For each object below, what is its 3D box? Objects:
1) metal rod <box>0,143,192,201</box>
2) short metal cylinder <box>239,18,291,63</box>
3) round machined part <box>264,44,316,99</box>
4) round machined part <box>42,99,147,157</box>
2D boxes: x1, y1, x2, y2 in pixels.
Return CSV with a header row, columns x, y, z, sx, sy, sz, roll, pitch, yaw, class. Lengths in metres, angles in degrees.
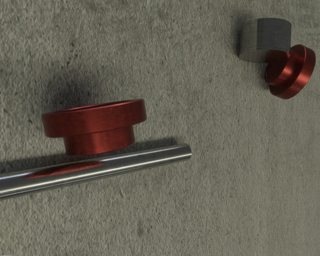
x,y,z,sx,sy,sz,roll,pitch,yaw,class
-0.080,0.046,0.337,0.302,0.025,0.025,-6,94,-40,metal rod
0.174,-0.143,0.514,0.081,0.080,0.050,6,87,-40,short metal cylinder
0.224,-0.104,0.552,0.042,0.098,0.098,21,75,-10,round machined part
-0.061,-0.001,0.306,0.099,0.098,0.042,-15,100,-39,round machined part
